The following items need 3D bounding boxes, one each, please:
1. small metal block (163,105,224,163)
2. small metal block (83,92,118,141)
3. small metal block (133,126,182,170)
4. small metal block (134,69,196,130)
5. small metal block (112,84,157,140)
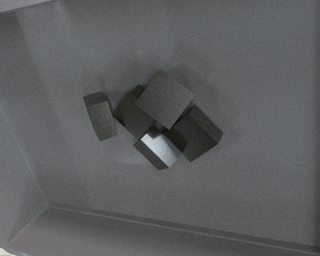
[{"bbox_3d":[0.042,0.008,0.388,0.050,0.025,0.050,46,129,-4],"label":"small metal block"},{"bbox_3d":[-0.081,-0.017,0.420,0.050,0.025,0.050,-137,30,-61],"label":"small metal block"},{"bbox_3d":[-0.005,0.028,0.410,0.050,0.025,0.050,45,160,-3],"label":"small metal block"},{"bbox_3d":[0.007,-0.033,0.367,0.050,0.025,0.050,37,94,3],"label":"small metal block"},{"bbox_3d":[-0.028,-0.020,0.407,0.050,0.025,0.050,44,129,-3],"label":"small metal block"}]
